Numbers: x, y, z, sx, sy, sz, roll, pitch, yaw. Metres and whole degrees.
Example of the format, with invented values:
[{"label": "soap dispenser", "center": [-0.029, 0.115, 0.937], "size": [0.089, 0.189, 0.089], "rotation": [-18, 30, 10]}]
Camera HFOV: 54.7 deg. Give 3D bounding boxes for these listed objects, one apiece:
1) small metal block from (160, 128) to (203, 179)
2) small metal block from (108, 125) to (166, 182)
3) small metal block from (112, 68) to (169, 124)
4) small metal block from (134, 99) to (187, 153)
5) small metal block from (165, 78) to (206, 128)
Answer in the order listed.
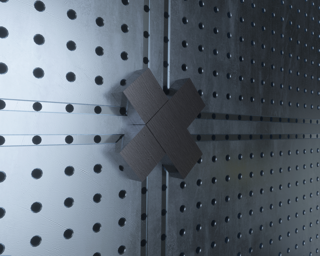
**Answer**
[{"label": "small metal block", "center": [0.027, 0.035, 0.434], "size": [0.050, 0.025, 0.050], "rotation": [-49, 119, -29]}, {"label": "small metal block", "center": [-0.027, 0.031, 0.388], "size": [0.050, 0.025, 0.050], "rotation": [-49, 119, -29]}, {"label": "small metal block", "center": [-0.024, -0.040, 0.391], "size": [0.050, 0.025, 0.050], "rotation": [-49, 119, -29]}, {"label": "small metal block", "center": [0.002, -0.002, 0.412], "size": [0.050, 0.025, 0.050], "rotation": [-49, 119, -29]}, {"label": "small metal block", "center": [0.031, -0.035, 0.437], "size": [0.050, 0.025, 0.050], "rotation": [-49, 119, -29]}]
